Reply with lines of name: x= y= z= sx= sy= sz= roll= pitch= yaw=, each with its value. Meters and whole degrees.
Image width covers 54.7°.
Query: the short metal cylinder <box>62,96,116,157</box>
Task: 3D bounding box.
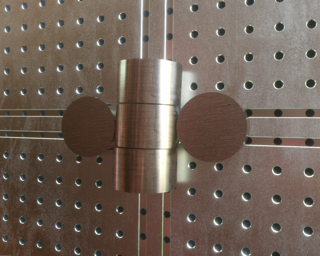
short metal cylinder: x=-0.086 y=-0.002 z=0.428 sx=0.080 sy=0.050 sz=0.079 roll=0 pitch=90 yaw=19

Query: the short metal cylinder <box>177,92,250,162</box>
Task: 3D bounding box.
short metal cylinder: x=0.066 y=-0.001 z=0.375 sx=0.080 sy=0.050 sz=0.079 roll=0 pitch=90 yaw=19

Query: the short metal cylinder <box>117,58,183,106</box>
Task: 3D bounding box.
short metal cylinder: x=-0.013 y=-0.054 z=0.386 sx=0.080 sy=0.080 sz=0.050 roll=3 pitch=91 yaw=19

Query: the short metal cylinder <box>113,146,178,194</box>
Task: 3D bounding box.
short metal cylinder: x=-0.018 y=0.048 z=0.388 sx=0.080 sy=0.080 sz=0.050 roll=1 pitch=91 yaw=19

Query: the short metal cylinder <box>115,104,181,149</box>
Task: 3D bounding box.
short metal cylinder: x=-0.015 y=-0.002 z=0.387 sx=0.080 sy=0.080 sz=0.050 roll=2 pitch=91 yaw=19
